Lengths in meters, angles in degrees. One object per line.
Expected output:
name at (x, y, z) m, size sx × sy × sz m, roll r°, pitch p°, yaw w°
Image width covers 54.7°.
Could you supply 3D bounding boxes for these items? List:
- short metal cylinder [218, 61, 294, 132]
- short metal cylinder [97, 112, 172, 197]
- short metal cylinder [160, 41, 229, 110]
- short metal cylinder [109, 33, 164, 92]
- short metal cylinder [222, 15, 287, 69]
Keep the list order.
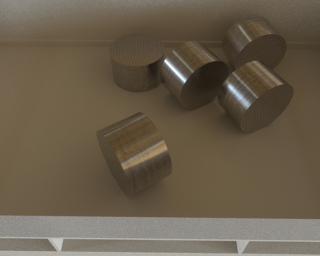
short metal cylinder at (0.123, -0.040, 0.404) m, size 0.081 × 0.080 × 0.050 m, roll -22°, pitch 54°, yaw -17°
short metal cylinder at (-0.030, 0.029, 0.345) m, size 0.050 × 0.080 × 0.080 m, roll -26°, pitch 55°, yaw -20°
short metal cylinder at (0.047, -0.072, 0.430) m, size 0.081 × 0.080 × 0.050 m, roll -24°, pitch 54°, yaw -19°
short metal cylinder at (-0.034, -0.100, 0.473) m, size 0.080 × 0.050 × 0.080 m, roll 0°, pitch 50°, yaw 0°
short metal cylinder at (0.143, -0.122, 0.473) m, size 0.081 × 0.080 × 0.050 m, roll -11°, pitch 51°, yaw -9°
